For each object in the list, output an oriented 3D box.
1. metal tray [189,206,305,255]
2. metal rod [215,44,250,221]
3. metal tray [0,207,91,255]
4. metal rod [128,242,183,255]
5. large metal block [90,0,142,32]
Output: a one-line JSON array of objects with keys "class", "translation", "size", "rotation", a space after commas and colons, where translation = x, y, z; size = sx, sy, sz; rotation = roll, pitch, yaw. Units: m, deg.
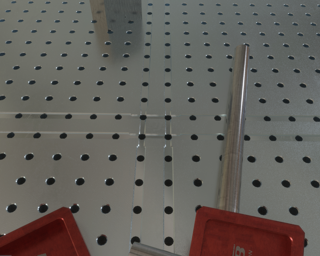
[{"class": "metal tray", "translation": [0.065, 0.139, 0.257], "size": [0.090, 0.030, 0.130], "rotation": [10, 71, 9]}, {"class": "metal rod", "translation": [0.104, -0.017, 0.423], "size": [0.025, 0.025, 0.300], "rotation": [10, 51, 8]}, {"class": "metal tray", "translation": [-0.101, 0.148, 0.278], "size": [0.091, 0.030, 0.130], "rotation": [-24, 54, -20]}, {"class": "metal rod", "translation": [0.116, 0.157, 0.277], "size": [0.301, 0.025, 0.025], "rotation": [13, 51, 10]}, {"class": "large metal block", "translation": [-0.082, -0.238, 0.571], "size": [0.080, 0.080, 0.050], "rotation": [-34, 58, -25]}]
